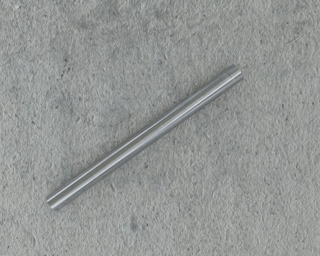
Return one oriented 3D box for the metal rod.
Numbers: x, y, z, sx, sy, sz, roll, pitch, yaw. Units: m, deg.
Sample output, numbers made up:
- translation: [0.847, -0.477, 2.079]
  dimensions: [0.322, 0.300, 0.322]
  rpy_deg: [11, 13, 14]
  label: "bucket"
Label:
- translation: [-0.020, 0.013, 0.411]
  dimensions: [0.301, 0.025, 0.025]
  rpy_deg: [-35, 90, 0]
  label: "metal rod"
